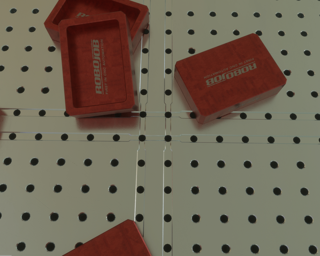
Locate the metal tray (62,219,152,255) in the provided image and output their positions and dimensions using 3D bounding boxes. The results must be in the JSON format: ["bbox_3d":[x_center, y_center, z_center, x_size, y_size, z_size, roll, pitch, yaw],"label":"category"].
[{"bbox_3d":[-0.068,0.173,0.345,0.131,0.030,0.090,-27,73,-10],"label":"metal tray"}]

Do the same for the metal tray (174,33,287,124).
[{"bbox_3d":[0.097,-0.071,0.436,0.131,0.030,0.090,-22,72,-8],"label":"metal tray"}]

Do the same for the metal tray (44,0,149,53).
[{"bbox_3d":[-0.092,-0.159,0.465,0.131,0.030,0.090,21,71,7],"label":"metal tray"}]

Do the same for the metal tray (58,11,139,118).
[{"bbox_3d":[-0.082,-0.083,0.415,0.090,0.030,0.129,-7,85,5],"label":"metal tray"}]
